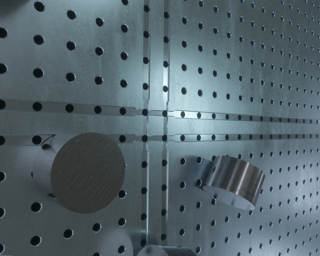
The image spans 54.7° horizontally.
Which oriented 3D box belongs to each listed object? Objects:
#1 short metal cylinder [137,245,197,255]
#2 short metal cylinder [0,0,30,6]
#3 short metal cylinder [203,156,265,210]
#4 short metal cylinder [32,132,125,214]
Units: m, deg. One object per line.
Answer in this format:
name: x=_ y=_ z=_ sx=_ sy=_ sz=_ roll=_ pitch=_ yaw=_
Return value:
short metal cylinder: x=0.008 y=0.188 z=0.383 sx=0.050 sy=0.080 sz=0.080 roll=21 pitch=77 yaw=-39
short metal cylinder: x=-0.138 y=-0.158 z=0.278 sx=0.081 sy=0.050 sz=0.079 roll=0 pitch=90 yaw=-40
short metal cylinder: x=0.112 y=0.084 z=0.470 sx=0.080 sy=0.080 sz=0.050 roll=41 pitch=65 yaw=-33
short metal cylinder: x=-0.084 y=0.044 z=0.324 sx=0.081 sy=0.050 sz=0.079 roll=0 pitch=90 yaw=-40
